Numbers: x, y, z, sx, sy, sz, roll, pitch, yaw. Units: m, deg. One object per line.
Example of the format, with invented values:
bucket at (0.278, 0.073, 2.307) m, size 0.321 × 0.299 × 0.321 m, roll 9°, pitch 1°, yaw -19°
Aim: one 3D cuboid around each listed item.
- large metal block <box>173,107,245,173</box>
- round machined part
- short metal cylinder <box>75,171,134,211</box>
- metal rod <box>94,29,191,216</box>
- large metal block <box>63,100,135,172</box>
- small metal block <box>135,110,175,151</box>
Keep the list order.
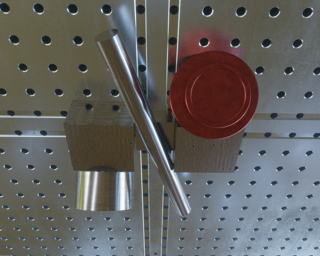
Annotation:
large metal block at (0.059, 0.013, 0.408) m, size 0.081 × 0.050 × 0.079 m, roll 1°, pitch 130°, yaw -1°
round machined part at (0.060, -0.035, 0.339) m, size 0.099 × 0.042 × 0.097 m, roll 0°, pitch 95°, yaw -1°
short metal cylinder at (-0.078, 0.087, 0.440) m, size 0.081 × 0.050 × 0.080 m, roll 1°, pitch 173°, yaw 0°
metal rod at (-0.008, 0.018, 0.393) m, size 0.025 × 0.025 × 0.299 m, roll -14°, pitch 129°, yaw 11°
large metal block at (-0.073, 0.011, 0.405) m, size 0.081 × 0.050 × 0.079 m, roll 1°, pitch 130°, yaw -2°
small metal block at (-0.006, 0.004, 0.415) m, size 0.050 × 0.025 × 0.050 m, roll 0°, pitch 130°, yaw -1°
